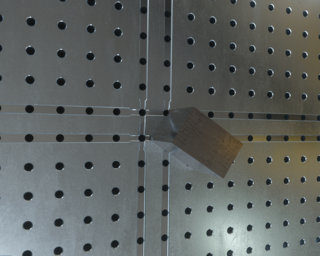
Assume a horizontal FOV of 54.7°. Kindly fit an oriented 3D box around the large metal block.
[{"bbox_3d":[0.044,0.018,0.401,0.080,0.080,0.050,35,79,-17],"label":"large metal block"}]
